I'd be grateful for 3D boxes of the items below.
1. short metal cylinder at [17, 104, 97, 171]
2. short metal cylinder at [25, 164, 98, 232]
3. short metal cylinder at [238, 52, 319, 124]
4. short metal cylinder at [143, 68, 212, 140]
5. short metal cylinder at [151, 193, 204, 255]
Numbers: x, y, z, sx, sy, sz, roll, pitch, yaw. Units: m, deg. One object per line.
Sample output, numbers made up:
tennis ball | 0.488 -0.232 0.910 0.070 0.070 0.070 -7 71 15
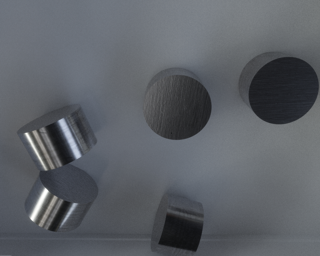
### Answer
short metal cylinder | -0.126 0.010 0.384 0.080 0.080 0.050 -19 109 7
short metal cylinder | -0.131 0.091 0.414 0.080 0.080 0.050 28 108 -10
short metal cylinder | 0.143 -0.050 0.380 0.081 0.050 0.079 0 110 0
short metal cylinder | 0.020 -0.031 0.386 0.081 0.050 0.079 0 110 0
short metal cylinder | 0.023 0.137 0.433 0.050 0.080 0.079 16 109 -6
